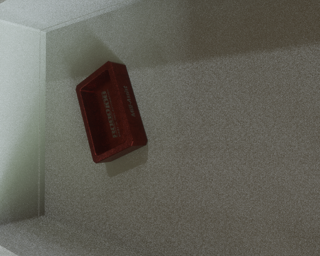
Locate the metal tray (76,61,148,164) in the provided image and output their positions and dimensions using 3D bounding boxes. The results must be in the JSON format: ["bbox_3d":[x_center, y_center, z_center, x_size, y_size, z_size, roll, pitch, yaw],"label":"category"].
[{"bbox_3d":[-0.076,-0.022,0.463,0.090,0.030,0.129,-27,73,36],"label":"metal tray"}]
